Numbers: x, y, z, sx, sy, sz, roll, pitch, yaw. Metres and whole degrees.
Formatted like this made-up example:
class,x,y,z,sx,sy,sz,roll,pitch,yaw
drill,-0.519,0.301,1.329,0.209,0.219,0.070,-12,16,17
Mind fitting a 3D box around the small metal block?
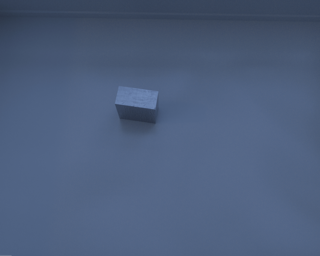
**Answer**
class,x,y,z,sx,sy,sz,roll,pitch,yaw
small metal block,-0.029,-0.029,0.407,0.050,0.050,0.025,8,70,2
